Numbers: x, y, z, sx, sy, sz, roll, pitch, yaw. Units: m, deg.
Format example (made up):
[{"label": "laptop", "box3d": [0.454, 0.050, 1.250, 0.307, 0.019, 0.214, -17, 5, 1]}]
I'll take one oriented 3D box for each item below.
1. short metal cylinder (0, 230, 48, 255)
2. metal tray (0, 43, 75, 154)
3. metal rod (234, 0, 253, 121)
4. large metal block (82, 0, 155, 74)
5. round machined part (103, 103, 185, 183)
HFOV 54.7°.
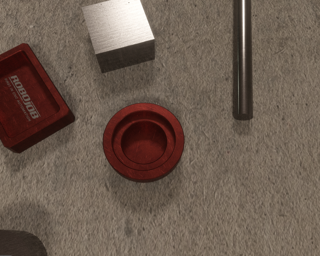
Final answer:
[{"label": "short metal cylinder", "box3d": [-0.171, 0.153, 0.337, 0.081, 0.050, 0.080, 0, 70, 0]}, {"label": "metal tray", "box3d": [-0.187, -0.042, 0.418, 0.090, 0.030, 0.130, -33, 74, -12]}, {"label": "metal rod", "box3d": [0.125, -0.154, 0.466, 0.025, 0.025, 0.299, 5, 70, 1]}, {"label": "large metal block", "box3d": [-0.058, -0.134, 0.443, 0.081, 0.050, 0.080, -17, 71, -6]}, {"label": "round machined part", "box3d": [-0.020, 0.021, 0.391, 0.099, 0.042, 0.098, 0, 70, -1]}]
